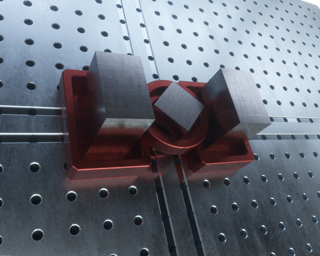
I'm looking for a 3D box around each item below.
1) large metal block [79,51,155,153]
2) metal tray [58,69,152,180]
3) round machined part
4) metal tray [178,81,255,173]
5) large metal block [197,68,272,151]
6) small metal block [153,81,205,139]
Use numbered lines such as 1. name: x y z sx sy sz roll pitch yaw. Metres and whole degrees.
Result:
1. large metal block: -0.052 -0.025 0.343 0.050 0.080 0.080 1 62 -28
2. metal tray: -0.068 -0.007 0.371 0.091 0.030 0.130 1 61 -28
3. round machined part: 0.009 -0.010 0.397 0.099 0.042 0.098 14 56 -21
4. metal tray: 0.073 -0.005 0.445 0.091 0.030 0.130 0 62 -28
5. large metal block: 0.091 -0.022 0.418 0.050 0.080 0.080 1 61 -28
6. small metal block: 0.019 -0.022 0.379 0.050 0.025 0.050 38 51 -3
